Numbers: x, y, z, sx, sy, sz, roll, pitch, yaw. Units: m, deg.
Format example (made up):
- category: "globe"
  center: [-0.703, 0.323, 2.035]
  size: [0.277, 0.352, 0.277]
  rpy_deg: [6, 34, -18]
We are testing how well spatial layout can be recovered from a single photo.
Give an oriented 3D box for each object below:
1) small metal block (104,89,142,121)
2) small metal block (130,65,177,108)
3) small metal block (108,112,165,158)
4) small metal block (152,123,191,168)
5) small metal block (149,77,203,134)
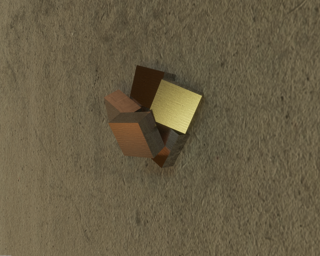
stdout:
- category: "small metal block"
  center: [-0.050, -0.017, 0.430]
  size: [0.050, 0.025, 0.050]
  rpy_deg: [40, 150, 31]
- category: "small metal block"
  center: [-0.010, -0.053, 0.414]
  size: [0.050, 0.025, 0.050]
  rpy_deg: [22, 104, 37]
- category: "small metal block"
  center: [-0.028, 0.008, 0.381]
  size: [0.050, 0.025, 0.050]
  rpy_deg: [0, 123, 39]
- category: "small metal block"
  center: [0.004, 0.016, 0.402]
  size: [0.050, 0.025, 0.050]
  rpy_deg: [40, 114, 32]
- category: "small metal block"
  center: [0.018, -0.028, 0.375]
  size: [0.050, 0.025, 0.050]
  rpy_deg: [23, 107, 2]
